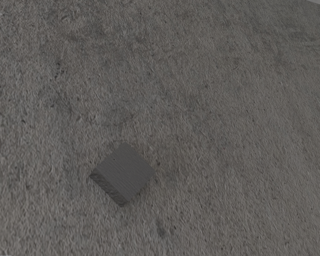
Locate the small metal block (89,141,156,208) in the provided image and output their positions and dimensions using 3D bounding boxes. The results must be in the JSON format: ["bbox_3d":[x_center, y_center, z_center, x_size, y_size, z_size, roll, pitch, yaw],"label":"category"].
[{"bbox_3d":[-0.041,0.052,0.350,0.050,0.025,0.050,45,51,3],"label":"small metal block"}]
